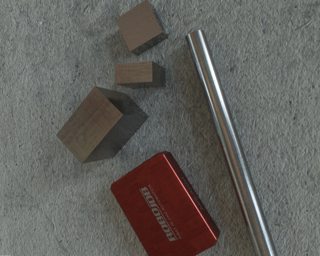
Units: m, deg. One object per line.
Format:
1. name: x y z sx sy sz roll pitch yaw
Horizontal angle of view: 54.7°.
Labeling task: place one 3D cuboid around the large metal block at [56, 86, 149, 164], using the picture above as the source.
1. large metal block: -0.071 -0.003 0.404 0.050 0.080 0.080 45 104 14

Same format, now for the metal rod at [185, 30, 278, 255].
1. metal rod: 0.087 0.024 0.377 0.025 0.025 0.299 -19 84 19

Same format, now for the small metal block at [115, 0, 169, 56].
1. small metal block: -0.024 -0.134 0.417 0.050 0.025 0.050 -27 82 17

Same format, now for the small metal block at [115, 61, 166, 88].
1. small metal block: -0.024 -0.068 0.403 0.050 0.050 0.025 -1 90 19

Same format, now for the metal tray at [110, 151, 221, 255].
1. metal tray: 0.005 0.107 0.404 0.090 0.030 0.130 -35 79 16
